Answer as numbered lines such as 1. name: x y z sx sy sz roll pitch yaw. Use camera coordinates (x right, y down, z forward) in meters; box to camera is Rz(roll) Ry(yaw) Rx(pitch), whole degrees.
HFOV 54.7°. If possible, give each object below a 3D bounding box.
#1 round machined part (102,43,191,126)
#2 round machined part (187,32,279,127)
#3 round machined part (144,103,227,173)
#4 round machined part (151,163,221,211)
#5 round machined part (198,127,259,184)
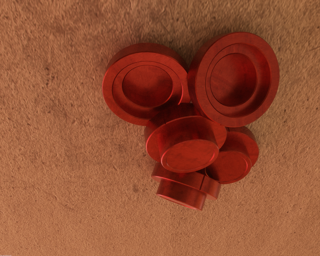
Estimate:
1. round machined part: -0.014 -0.052 0.353 0.099 0.042 0.097 -1 130 0
2. round machined part: 0.075 -0.053 0.336 0.099 0.042 0.097 -5 105 -17
3. round machined part: 0.032 0.019 0.371 0.099 0.042 0.097 -7 141 -5
4. round machined part: 0.033 0.086 0.438 0.098 0.042 0.098 18 165 6
5. round machined part: 0.089 0.042 0.434 0.099 0.042 0.097 -1 130 0
